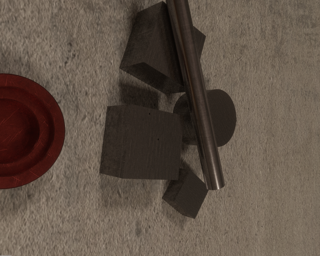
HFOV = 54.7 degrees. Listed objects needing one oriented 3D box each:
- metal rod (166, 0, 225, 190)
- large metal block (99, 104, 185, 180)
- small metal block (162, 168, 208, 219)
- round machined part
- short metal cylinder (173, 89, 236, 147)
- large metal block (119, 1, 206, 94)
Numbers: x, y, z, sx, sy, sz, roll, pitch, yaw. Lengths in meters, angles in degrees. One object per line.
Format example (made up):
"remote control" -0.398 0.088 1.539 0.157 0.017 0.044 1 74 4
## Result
"metal rod" 0.038 -0.067 0.373 0.025 0.025 0.298 -22 105 -38
"large metal block" -0.020 0.019 0.373 0.081 0.050 0.080 10 84 -40
"small metal block" 0.037 0.092 0.439 0.050 0.025 0.050 46 63 -31
"round machined part" -0.141 0.003 0.277 0.099 0.042 0.097 0 90 -40
"short metal cylinder" 0.065 -0.014 0.445 0.081 0.050 0.079 0 90 -40
"large metal block" 0.005 -0.097 0.395 0.080 0.050 0.080 25 74 -38
